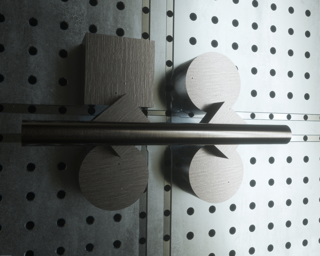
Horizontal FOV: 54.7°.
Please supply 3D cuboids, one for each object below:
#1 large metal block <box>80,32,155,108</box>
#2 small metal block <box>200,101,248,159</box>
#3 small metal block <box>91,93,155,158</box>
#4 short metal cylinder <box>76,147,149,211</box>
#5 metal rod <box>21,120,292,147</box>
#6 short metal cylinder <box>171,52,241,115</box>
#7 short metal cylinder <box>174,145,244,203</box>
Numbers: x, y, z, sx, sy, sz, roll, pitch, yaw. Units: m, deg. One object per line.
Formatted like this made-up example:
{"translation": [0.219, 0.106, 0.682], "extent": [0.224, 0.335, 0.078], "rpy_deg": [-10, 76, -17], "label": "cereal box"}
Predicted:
{"translation": [-0.053, -0.065, 0.379], "extent": [0.081, 0.050, 0.080], "rpy_deg": [1, 90, -20], "label": "large metal block"}
{"translation": [0.077, 0.003, 0.388], "extent": [0.050, 0.025, 0.050], "rpy_deg": [42, 77, -15], "label": "small metal block"}
{"translation": [-0.043, -0.003, 0.344], "extent": [0.050, 0.025, 0.050], "rpy_deg": [-42, 103, -15], "label": "small metal block"}
{"translation": [-0.060, 0.054, 0.376], "extent": [0.081, 0.050, 0.080], "rpy_deg": [0, 90, -20], "label": "short metal cylinder"}
{"translation": [0.015, 0.006, 0.338], "extent": [0.302, 0.025, 0.025], "rpy_deg": [1, 90, -20], "label": "metal rod"}
{"translation": [0.061, -0.058, 0.422], "extent": [0.081, 0.050, 0.080], "rpy_deg": [0, 90, -20], "label": "short metal cylinder"}
{"translation": [0.066, 0.057, 0.424], "extent": [0.081, 0.050, 0.080], "rpy_deg": [0, 90, -20], "label": "short metal cylinder"}
